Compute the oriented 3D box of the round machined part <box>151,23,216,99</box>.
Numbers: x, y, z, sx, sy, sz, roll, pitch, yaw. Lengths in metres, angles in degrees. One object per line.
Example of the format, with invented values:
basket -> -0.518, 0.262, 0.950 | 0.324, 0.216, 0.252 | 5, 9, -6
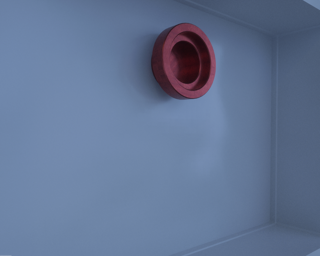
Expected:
round machined part -> 0.027, -0.086, 0.417 | 0.099, 0.042, 0.097 | 0, 90, -40
